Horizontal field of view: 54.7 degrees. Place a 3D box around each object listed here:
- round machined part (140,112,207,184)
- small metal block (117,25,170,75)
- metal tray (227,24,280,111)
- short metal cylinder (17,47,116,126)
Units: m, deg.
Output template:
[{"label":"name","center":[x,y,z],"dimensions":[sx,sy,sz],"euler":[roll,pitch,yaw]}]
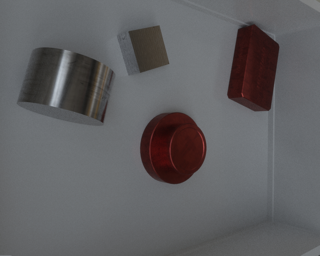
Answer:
[{"label":"round machined part","center":[0.025,0.027,0.419],"dimensions":[0.099,0.042,0.097],"euler":[0,90,-40]},{"label":"small metal block","center":[-0.020,-0.098,0.391],"dimensions":[0.050,0.025,0.050],"euler":[-26,106,-37]},{"label":"metal tray","center":[0.167,-0.103,0.546],"dimensions":[0.091,0.030,0.129],"euler":[19,78,-39]},{"label":"short metal cylinder","center":[-0.088,-0.036,0.298],"dimensions":[0.080,0.080,0.050],"euler":[19,78,-39]}]
